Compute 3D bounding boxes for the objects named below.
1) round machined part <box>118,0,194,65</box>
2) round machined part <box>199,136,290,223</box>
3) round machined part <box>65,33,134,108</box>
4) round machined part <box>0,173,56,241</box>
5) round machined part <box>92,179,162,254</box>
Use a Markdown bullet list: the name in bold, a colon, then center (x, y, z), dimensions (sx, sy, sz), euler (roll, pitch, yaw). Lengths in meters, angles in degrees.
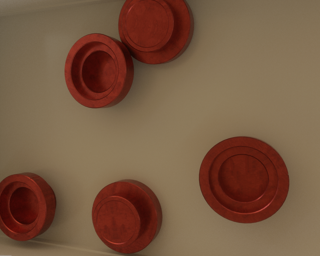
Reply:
- **round machined part**: center (-0.009, -0.130, 0.394), dimensions (0.098, 0.042, 0.097), euler (4, 103, 18)
- **round machined part**: center (0.099, 0.058, 0.366), dimensions (0.098, 0.042, 0.097), euler (0, 90, 19)
- **round machined part**: center (-0.078, -0.076, 0.424), dimensions (0.098, 0.042, 0.097), euler (2, 95, 24)
- **round machined part**: center (-0.199, 0.116, 0.470), dimensions (0.098, 0.042, 0.097), euler (0, 90, 19)
- **round machined part**: center (-0.050, 0.121, 0.418), dimensions (0.098, 0.042, 0.097), euler (0, 90, 19)
